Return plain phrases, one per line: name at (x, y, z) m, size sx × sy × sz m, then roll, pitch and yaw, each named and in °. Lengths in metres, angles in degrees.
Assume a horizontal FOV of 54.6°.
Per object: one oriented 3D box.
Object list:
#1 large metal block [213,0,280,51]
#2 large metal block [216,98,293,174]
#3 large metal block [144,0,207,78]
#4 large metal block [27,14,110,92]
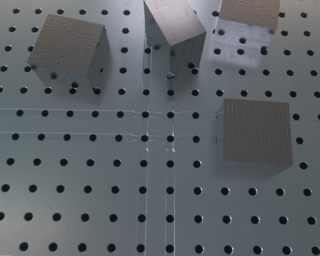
large metal block at (0.129, -0.170, 0.462) m, size 0.080 × 0.050 × 0.080 m, roll 12°, pitch 70°, yaw 4°
large metal block at (0.117, 0.012, 0.395) m, size 0.080 × 0.050 × 0.080 m, roll 4°, pitch 70°, yaw 1°
large metal block at (0.018, -0.130, 0.430) m, size 0.050 × 0.080 × 0.080 m, roll -24°, pitch 72°, yaw -8°
large metal block at (-0.124, -0.105, 0.436) m, size 0.080 × 0.050 × 0.080 m, roll 12°, pitch 71°, yaw 4°
